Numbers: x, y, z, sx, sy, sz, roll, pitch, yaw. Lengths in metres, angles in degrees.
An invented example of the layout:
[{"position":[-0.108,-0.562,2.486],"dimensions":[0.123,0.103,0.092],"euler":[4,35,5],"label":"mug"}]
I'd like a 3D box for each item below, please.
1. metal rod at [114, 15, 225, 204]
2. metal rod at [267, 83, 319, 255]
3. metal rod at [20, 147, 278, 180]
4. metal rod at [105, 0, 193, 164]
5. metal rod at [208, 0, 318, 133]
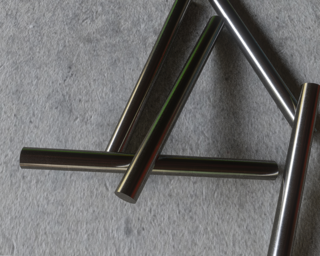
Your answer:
[{"position":[0.025,-0.043,0.395],"dimensions":[0.025,0.025,0.300],"euler":[23,60,8],"label":"metal rod"},{"position":[0.152,0.087,0.362],"dimensions":[0.025,0.025,0.299],"euler":[16,76,5],"label":"metal rod"},{"position":[-0.006,0.044,0.372],"dimensions":[0.302,0.025,0.025],"euler":[4,70,-7],"label":"metal rod"},{"position":[-0.011,-0.081,0.437],"dimensions":[0.025,0.025,0.300],"euler":[20,71,7],"label":"metal rod"},{"position":[0.132,-0.117,0.452],"dimensions":[0.025,0.025,0.299],"euler":[-24,72,-9],"label":"metal rod"}]
